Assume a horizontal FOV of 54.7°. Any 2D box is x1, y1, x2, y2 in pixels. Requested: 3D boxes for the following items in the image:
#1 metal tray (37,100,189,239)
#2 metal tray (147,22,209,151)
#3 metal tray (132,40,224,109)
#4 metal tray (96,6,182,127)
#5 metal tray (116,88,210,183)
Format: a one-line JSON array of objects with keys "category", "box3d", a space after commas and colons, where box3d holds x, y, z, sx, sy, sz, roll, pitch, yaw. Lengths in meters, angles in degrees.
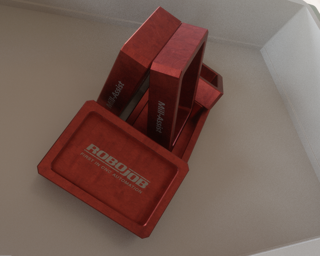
[{"category": "metal tray", "box3d": [-0.046, 0.043, 0.328, 0.130, 0.030, 0.090, 35, 75, -6]}, {"category": "metal tray", "box3d": [0.018, -0.041, 0.357, 0.030, 0.129, 0.090, 20, 50, 12]}, {"category": "metal tray", "box3d": [0.030, -0.088, 0.450, 0.130, 0.030, 0.090, 34, 26, -6]}, {"category": "metal tray", "box3d": [-0.031, -0.065, 0.359, 0.030, 0.129, 0.090, 34, 51, -5]}, {"category": "metal tray", "box3d": [0.005, -0.003, 0.406, 0.090, 0.030, 0.130, 34, 51, -6]}]
